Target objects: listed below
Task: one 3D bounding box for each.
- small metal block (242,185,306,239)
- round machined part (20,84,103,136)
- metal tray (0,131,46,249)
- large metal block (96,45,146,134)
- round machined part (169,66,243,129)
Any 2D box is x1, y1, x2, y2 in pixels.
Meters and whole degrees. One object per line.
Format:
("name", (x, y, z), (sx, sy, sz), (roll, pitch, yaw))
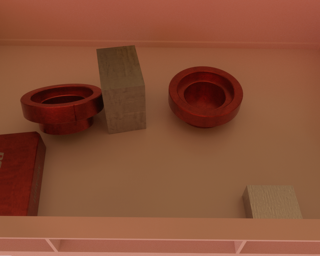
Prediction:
("small metal block", (0.120, 0.090, 0.331), (0.050, 0.025, 0.050), (1, 50, 0))
("round machined part", (-0.121, -0.023, 0.396), (0.099, 0.042, 0.098), (-1, 24, 1))
("metal tray", (-0.183, 0.066, 0.344), (0.091, 0.030, 0.130), (-5, 50, -5))
("large metal block", (-0.051, -0.051, 0.411), (0.050, 0.080, 0.080), (-8, 51, -8))
("round machined part", (0.061, -0.038, 0.427), (0.099, 0.042, 0.098), (0, 50, 0))
